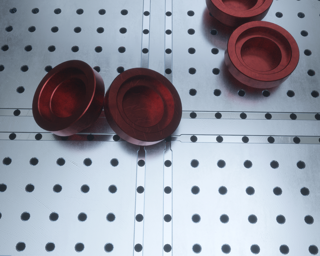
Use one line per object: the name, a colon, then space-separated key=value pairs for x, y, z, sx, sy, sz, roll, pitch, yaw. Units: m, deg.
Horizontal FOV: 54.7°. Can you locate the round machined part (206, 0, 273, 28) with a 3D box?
round machined part: x=0.119 y=-0.195 z=0.476 sx=0.099 sy=0.042 sz=0.098 roll=0 pitch=70 yaw=-1

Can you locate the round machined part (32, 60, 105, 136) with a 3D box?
round machined part: x=-0.112 y=-0.035 z=0.402 sx=0.098 sy=0.042 sz=0.098 roll=-9 pitch=67 yaw=22

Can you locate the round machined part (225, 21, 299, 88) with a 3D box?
round machined part: x=0.140 y=-0.100 z=0.441 sx=0.099 sy=0.042 sz=0.098 roll=0 pitch=70 yaw=-1

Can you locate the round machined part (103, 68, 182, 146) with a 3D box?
round machined part: x=-0.025 y=-0.025 z=0.399 sx=0.099 sy=0.042 sz=0.098 roll=8 pitch=70 yaw=-23
